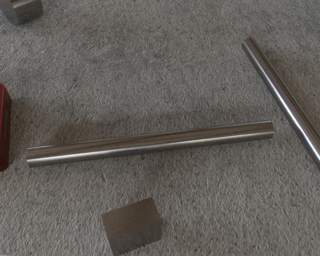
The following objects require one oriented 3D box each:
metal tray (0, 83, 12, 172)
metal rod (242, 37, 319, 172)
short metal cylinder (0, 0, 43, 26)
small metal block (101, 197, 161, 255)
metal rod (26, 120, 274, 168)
[{"bbox_3d":[-0.244,0.003,0.394,0.091,0.030,0.130,-11,51,-10],"label":"metal tray"},{"bbox_3d":[0.181,-0.030,0.431,0.025,0.025,0.300,-9,51,-8],"label":"metal rod"},{"bbox_3d":[-0.258,-0.233,0.560,0.080,0.080,0.050,38,59,27],"label":"short metal cylinder"},{"bbox_3d":[-0.027,0.098,0.304,0.050,0.050,0.025,-16,52,-14],"label":"small metal block"},{"bbox_3d":[-0.007,0.018,0.387,0.302,0.025,0.025,-6,51,-6],"label":"metal rod"}]
